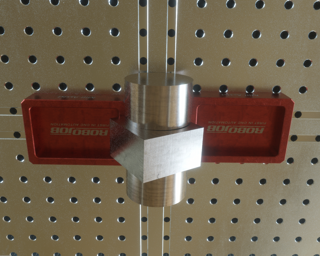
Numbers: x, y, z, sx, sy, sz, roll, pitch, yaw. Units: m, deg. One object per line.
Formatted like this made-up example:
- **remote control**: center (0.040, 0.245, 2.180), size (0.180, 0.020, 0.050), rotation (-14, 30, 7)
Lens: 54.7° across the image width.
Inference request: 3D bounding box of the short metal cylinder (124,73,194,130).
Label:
- **short metal cylinder**: center (-0.002, -0.035, 0.371), size (0.081, 0.080, 0.050), rotation (1, 110, -1)

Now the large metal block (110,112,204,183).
- **large metal block**: center (-0.006, 0.017, 0.375), size (0.081, 0.080, 0.050), rotation (-11, 114, -33)

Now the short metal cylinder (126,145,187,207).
- **short metal cylinder**: center (-0.004, 0.059, 0.405), size (0.081, 0.080, 0.050), rotation (2, 110, -1)

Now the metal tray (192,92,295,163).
- **metal tray**: center (0.102, 0.000, 0.411), size (0.131, 0.030, 0.089), rotation (1, 110, -1)

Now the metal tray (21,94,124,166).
- **metal tray**: center (-0.107, 0.003, 0.410), size (0.131, 0.030, 0.089), rotation (1, 110, -1)
